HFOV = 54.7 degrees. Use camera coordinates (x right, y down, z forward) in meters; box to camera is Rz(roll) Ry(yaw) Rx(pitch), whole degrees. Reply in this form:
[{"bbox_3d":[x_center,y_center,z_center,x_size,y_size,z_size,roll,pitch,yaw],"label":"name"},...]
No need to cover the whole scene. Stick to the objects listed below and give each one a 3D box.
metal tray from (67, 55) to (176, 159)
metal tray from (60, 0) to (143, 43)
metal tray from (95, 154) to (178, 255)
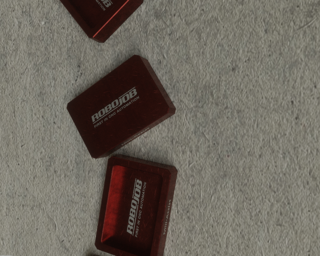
[{"bbox_3d":[-0.055,-0.027,0.426,0.130,0.030,0.090,-32,80,17],"label":"metal tray"},{"bbox_3d":[-0.096,-0.199,0.440,0.090,0.030,0.130,-41,77,15],"label":"metal tray"},{"bbox_3d":[-0.033,0.108,0.417,0.090,0.030,0.129,11,94,19],"label":"metal tray"}]
